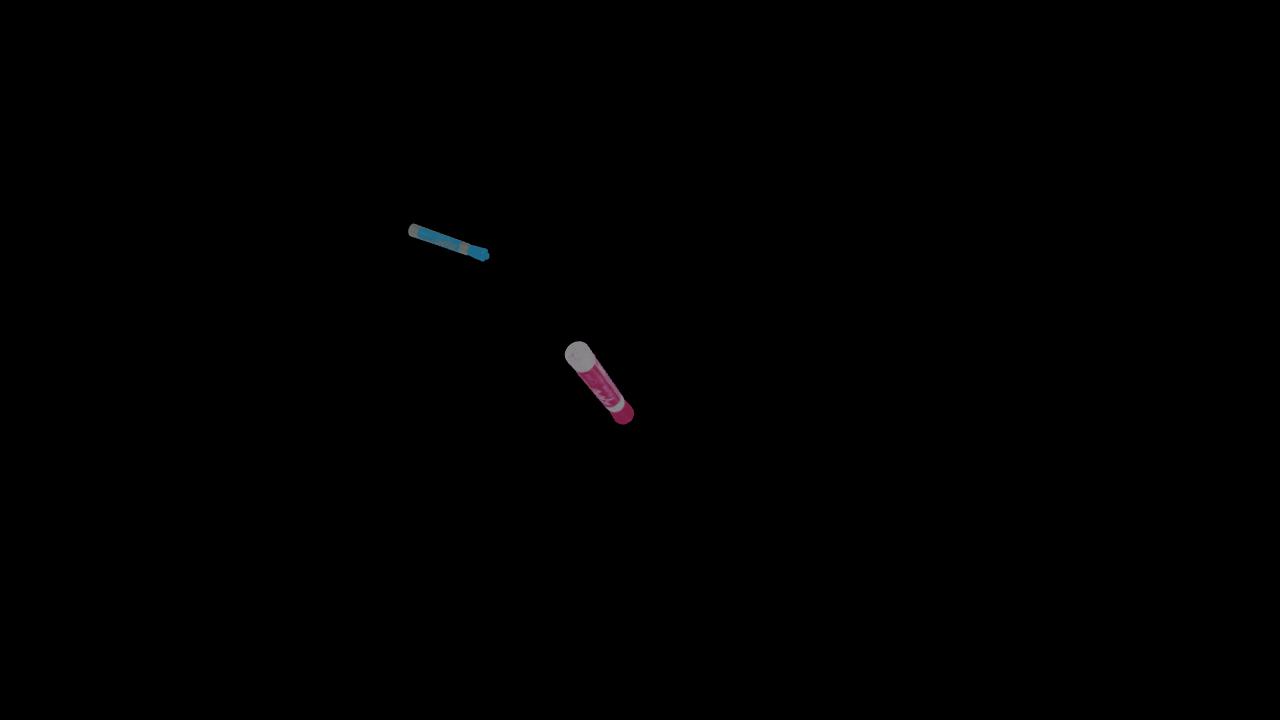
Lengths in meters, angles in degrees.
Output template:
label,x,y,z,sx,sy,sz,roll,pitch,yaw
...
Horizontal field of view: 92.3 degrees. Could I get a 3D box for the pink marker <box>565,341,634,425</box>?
label,x,y,z,sx,sy,sz,roll,pitch,yaw
pink marker,-0.029,0.022,0.489,0.020,0.020,0.121,0,-27,18

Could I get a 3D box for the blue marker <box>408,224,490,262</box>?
label,x,y,z,sx,sy,sz,roll,pitch,yaw
blue marker,-0.267,-0.164,0.863,0.121,0.020,0.020,20,3,8
